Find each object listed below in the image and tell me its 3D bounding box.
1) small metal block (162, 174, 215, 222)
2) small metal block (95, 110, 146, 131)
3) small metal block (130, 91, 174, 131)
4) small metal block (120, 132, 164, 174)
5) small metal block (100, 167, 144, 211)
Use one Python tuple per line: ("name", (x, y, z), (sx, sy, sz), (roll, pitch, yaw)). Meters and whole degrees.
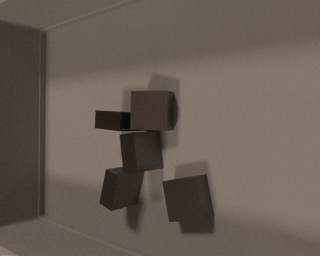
("small metal block", (0.034, 0.086, 0.377), (0.050, 0.025, 0.050), (-16, 80, 38))
("small metal block", (-0.055, -0.010, 0.433), (0.050, 0.050, 0.025), (6, 94, 40))
("small metal block", (-0.010, -0.022, 0.404), (0.050, 0.025, 0.050), (2, 91, 20))
("small metal block", (-0.024, 0.032, 0.408), (0.025, 0.050, 0.050), (-11, 83, 39))
("small metal block", (-0.052, 0.082, 0.432), (0.025, 0.050, 0.050), (20, 103, 38))
